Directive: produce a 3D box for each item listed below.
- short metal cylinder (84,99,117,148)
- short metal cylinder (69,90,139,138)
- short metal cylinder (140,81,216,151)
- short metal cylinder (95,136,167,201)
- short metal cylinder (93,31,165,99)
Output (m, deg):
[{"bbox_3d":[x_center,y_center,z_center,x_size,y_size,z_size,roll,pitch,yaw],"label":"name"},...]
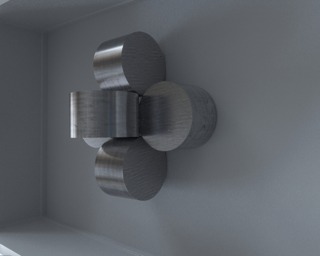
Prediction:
[{"bbox_3d":[-0.073,-0.013,0.449,0.080,0.050,0.080,0,90,40],"label":"short metal cylinder"},{"bbox_3d":[-0.065,-0.014,0.365,0.080,0.081,0.050,-1,89,40],"label":"short metal cylinder"},{"bbox_3d":[0.020,-0.014,0.372,0.080,0.050,0.080,0,90,40],"label":"short metal cylinder"},{"bbox_3d":[-0.036,0.050,0.398,0.050,0.081,0.080,-2,89,39],"label":"short metal cylinder"},{"bbox_3d":[-0.038,-0.079,0.400,0.050,0.081,0.080,-2,89,39],"label":"short metal cylinder"}]
